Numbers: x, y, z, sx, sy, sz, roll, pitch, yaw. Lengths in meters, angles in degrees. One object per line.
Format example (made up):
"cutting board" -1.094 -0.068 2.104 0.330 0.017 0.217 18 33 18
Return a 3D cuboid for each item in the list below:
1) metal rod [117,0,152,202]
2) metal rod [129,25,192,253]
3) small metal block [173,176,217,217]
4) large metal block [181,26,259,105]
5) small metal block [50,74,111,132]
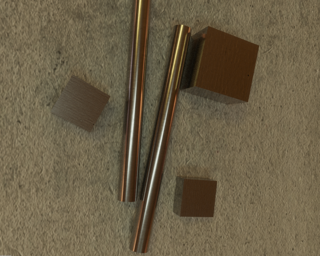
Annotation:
"metal rod" -0.031 -0.057 0.398 0.025 0.025 0.298 5 88 -20
"metal rod" 0.002 0.011 0.410 0.025 0.025 0.298 13 86 -20
"small metal block" 0.048 0.095 0.428 0.050 0.025 0.050 7 88 -20
"large metal block" 0.081 -0.082 0.427 0.081 0.050 0.080 14 85 -20
"small metal block" -0.096 -0.029 0.374 0.050 0.025 0.050 30 80 -18
